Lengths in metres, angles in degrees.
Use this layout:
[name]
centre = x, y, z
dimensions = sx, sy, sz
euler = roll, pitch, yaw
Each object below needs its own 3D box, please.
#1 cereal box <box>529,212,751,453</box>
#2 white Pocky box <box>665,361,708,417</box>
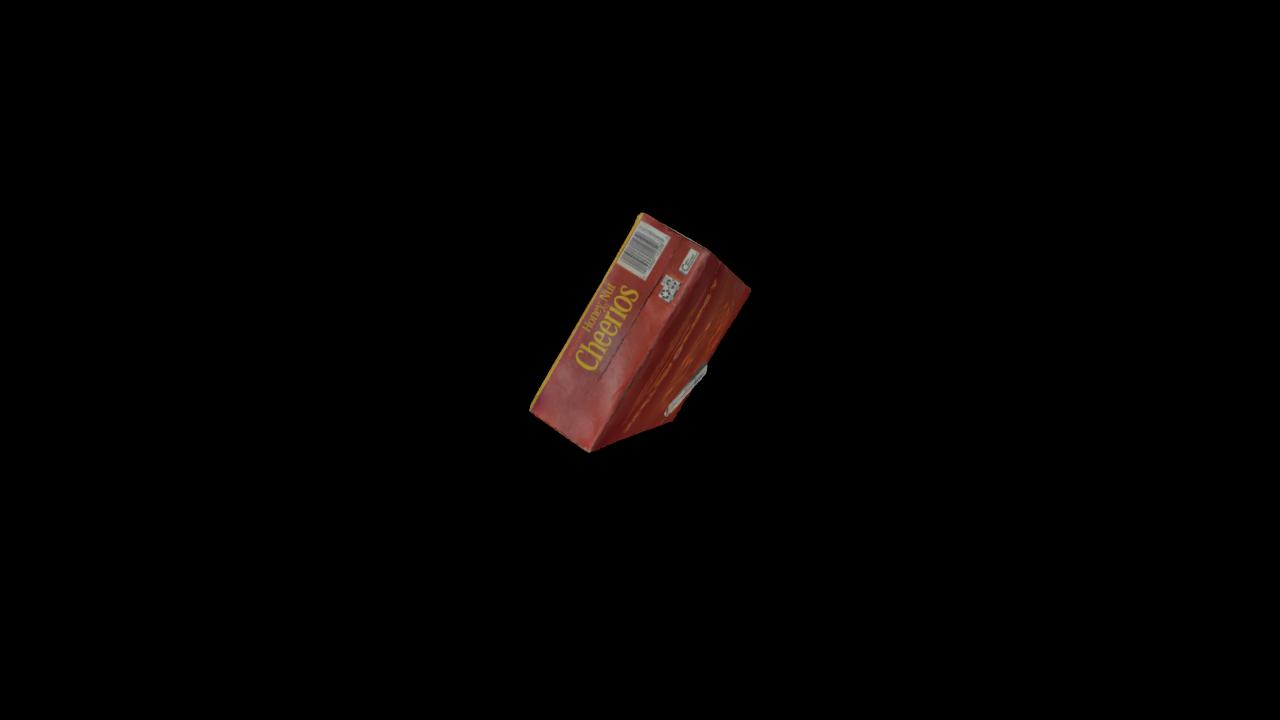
[cereal box]
centre = 0.021, -0.021, 0.658
dimensions = 0.081, 0.203, 0.306
euler = 33, 9, 14
[white Pocky box]
centre = -0.003, -0.002, 0.755
dimensions = 0.154, 0.028, 0.084
euler = 32, 58, 22
